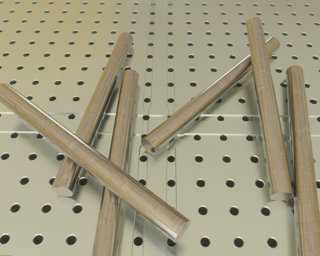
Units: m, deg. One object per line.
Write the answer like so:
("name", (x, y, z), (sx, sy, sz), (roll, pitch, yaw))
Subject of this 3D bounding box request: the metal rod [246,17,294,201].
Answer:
("metal rod", (0.145, -0.048, 0.427), (0.025, 0.025, 0.300), (3, 56, 2))

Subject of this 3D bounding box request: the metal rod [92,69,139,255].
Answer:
("metal rod", (-0.050, 0.035, 0.378), (0.025, 0.025, 0.300), (2, 50, 1))

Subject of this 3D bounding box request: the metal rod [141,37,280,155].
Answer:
("metal rod", (0.089, -0.060, 0.458), (0.025, 0.025, 0.302), (36, 59, 26))

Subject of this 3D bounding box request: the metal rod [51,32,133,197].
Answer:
("metal rod", (-0.084, -0.042, 0.442), (0.025, 0.025, 0.300), (8, 50, 6))

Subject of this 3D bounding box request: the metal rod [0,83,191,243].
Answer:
("metal rod", (-0.094, 0.024, 0.352), (0.300, 0.025, 0.025), (32, 57, 24))

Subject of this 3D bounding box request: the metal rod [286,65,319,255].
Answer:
("metal rod", (0.177, 0.025, 0.387), (0.025, 0.025, 0.300), (10, 51, 8))
